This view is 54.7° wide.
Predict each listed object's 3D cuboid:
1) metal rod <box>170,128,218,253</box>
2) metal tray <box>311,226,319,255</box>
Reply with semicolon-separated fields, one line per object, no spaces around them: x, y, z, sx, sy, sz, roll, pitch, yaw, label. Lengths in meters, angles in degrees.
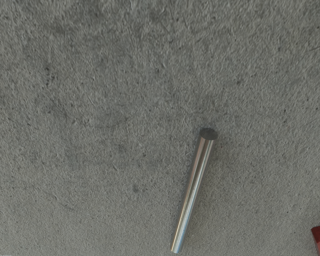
0.049;0.121;0.510;0.025;0.025;0.298;5;130;-5;metal rod
0.356;0.230;0.606;0.090;0.030;0.130;-20;128;15;metal tray
